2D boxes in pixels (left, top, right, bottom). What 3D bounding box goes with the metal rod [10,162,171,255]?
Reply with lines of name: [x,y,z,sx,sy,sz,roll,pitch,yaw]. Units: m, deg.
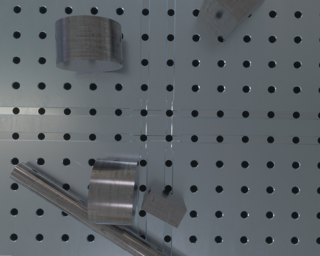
metal rod: [-0.064,0.137,0.412,0.301,0.025,0.025,32,90,0]

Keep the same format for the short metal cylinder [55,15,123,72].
short metal cylinder: [-0.088,-0.101,0.385,0.081,0.080,0.050,-2,90,0]

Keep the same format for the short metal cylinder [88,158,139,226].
short metal cylinder: [-0.055,0.079,0.386,0.050,0.080,0.079,4,90,0]

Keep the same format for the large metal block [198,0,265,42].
large metal block: [0.098,-0.164,0.387,0.050,0.080,0.080,45,90,0]

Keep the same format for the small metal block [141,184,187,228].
small metal block: [0.005,0.099,0.401,0.050,0.050,0.025,28,90,0]
